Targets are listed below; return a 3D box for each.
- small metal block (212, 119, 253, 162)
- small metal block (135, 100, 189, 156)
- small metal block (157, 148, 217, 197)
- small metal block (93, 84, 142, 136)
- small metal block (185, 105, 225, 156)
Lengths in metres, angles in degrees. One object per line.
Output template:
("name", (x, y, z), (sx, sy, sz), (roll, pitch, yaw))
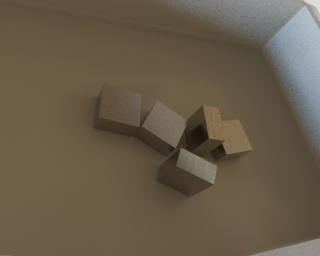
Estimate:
("small metal block", (0.098, 0.017, 0.447), (0.050, 0.025, 0.050), (-6, 65, -31))
("small metal block", (0.003, 0.000, 0.405), (0.050, 0.025, 0.050), (34, 51, -7))
("small metal block", (0.032, 0.054, 0.372), (0.050, 0.050, 0.025), (27, 53, -12))
("small metal block", (-0.052, -0.022, 0.389), (0.050, 0.025, 0.050), (14, 56, -21))
("small metal block", (0.059, 0.004, 0.418), (0.025, 0.050, 0.050), (10, 58, -24))
